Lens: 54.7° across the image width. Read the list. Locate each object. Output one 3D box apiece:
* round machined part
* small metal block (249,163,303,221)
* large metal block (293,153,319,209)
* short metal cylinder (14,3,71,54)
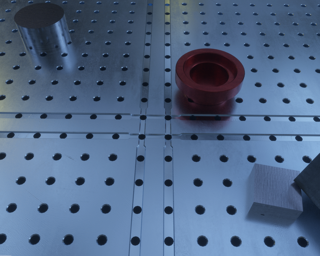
[{"bbox_3d":[0.071,-0.071,0.458,0.099,0.042,0.098,0,50,0],"label":"round machined part"},{"bbox_3d":[0.129,0.072,0.349,0.050,0.025,0.050,10,51,7],"label":"small metal block"},{"bbox_3d":[0.206,0.063,0.324,0.081,0.050,0.080,-6,47,-35],"label":"large metal block"},{"bbox_3d":[-0.200,-0.172,0.533,0.081,0.050,0.080,0,50,0],"label":"short metal cylinder"}]
